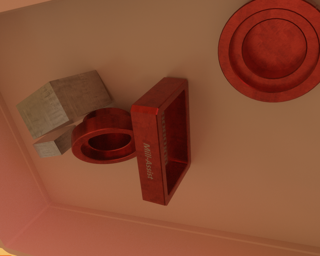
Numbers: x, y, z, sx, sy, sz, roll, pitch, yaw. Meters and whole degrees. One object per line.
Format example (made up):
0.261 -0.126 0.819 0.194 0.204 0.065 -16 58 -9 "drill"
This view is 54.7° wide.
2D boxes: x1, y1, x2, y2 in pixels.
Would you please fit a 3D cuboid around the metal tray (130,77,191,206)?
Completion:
0.006 0.015 0.371 0.030 0.090 0.129 9 122 23 "metal tray"

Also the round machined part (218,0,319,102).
0.109 -0.077 0.293 0.098 0.042 0.097 13 124 20 "round machined part"

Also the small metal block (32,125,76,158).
-0.161 0.021 0.488 0.050 0.050 0.025 -9 114 32 "small metal block"

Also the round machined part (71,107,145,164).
-0.068 0.008 0.415 0.099 0.042 0.098 -9 150 -5 "round machined part"

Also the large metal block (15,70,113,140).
-0.126 -0.032 0.413 0.080 0.080 0.050 -22 96 36 "large metal block"
